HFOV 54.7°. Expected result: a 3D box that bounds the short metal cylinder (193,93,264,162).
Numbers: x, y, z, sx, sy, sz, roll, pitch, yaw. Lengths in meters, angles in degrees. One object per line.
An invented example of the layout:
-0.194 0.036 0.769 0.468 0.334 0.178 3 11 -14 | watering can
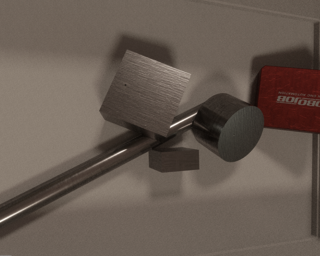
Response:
0.092 -0.001 0.416 0.081 0.050 0.079 -17 123 -28 | short metal cylinder

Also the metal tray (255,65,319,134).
0.210 -0.040 0.455 0.131 0.030 0.089 7 87 9 | metal tray

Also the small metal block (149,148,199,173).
0.017 0.040 0.405 0.050 0.050 0.025 -2 91 -21 | small metal block

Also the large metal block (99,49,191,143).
-0.017 -0.036 0.377 0.080 0.050 0.080 22 79 1 | large metal block

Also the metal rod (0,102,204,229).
-0.057 0.038 0.390 0.302 0.025 0.025 -27 99 -18 | metal rod
